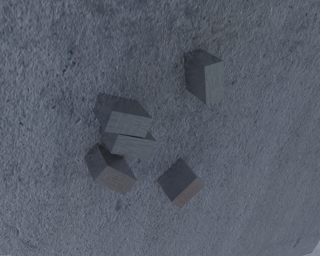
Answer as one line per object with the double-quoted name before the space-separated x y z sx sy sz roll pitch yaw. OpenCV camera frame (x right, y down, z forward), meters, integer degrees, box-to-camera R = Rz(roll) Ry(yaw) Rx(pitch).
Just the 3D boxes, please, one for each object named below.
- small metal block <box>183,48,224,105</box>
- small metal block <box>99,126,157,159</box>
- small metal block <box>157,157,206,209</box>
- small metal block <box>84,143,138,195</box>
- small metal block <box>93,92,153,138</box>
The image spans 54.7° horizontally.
"small metal block" 0.053 -0.064 0.380 0.025 0.050 0.050 -20 126 -17
"small metal block" -0.040 0.010 0.375 0.050 0.050 0.025 12 112 -34
"small metal block" 0.030 0.080 0.457 0.050 0.050 0.025 -44 129 2
"small metal block" -0.062 0.051 0.388 0.025 0.050 0.050 -49 129 6
"small metal block" -0.044 -0.015 0.357 0.050 0.050 0.025 10 113 -33
